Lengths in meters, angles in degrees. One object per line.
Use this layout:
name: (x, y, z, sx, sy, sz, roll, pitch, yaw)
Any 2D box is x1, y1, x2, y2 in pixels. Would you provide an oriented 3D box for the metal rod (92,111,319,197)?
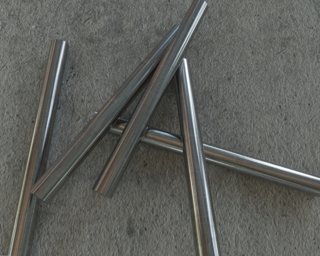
metal rod: (0.057, 0.031, 0.396, 0.301, 0.025, 0.025, 16, 71, 6)

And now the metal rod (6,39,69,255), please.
metal rod: (-0.154, 0.018, 0.400, 0.025, 0.025, 0.299, 3, 70, 1)

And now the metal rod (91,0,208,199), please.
metal rod: (-0.004, -0.052, 0.400, 0.025, 0.025, 0.300, 23, 70, 8)

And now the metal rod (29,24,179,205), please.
metal rod: (-0.050, -0.035, 0.396, 0.025, 0.025, 0.301, 31, 64, 10)

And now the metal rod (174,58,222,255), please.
metal rod: (0.040, 0.035, 0.362, 0.025, 0.025, 0.299, -4, 58, -1)
